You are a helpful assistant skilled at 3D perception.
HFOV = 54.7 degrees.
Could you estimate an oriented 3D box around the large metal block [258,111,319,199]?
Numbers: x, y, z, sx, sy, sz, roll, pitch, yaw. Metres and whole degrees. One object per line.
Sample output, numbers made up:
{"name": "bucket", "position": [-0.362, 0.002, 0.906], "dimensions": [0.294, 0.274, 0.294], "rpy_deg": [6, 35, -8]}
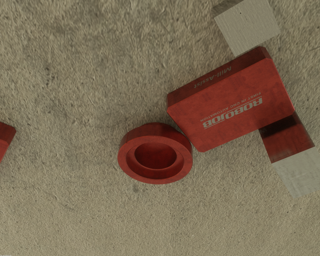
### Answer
{"name": "large metal block", "position": [0.171, 0.030, 0.399], "dimensions": [0.050, 0.080, 0.080], "rpy_deg": [-27, 125, 21]}

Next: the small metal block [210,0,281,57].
{"name": "small metal block", "position": [0.087, -0.109, 0.315], "dimensions": [0.050, 0.025, 0.050], "rpy_deg": [-26, 126, 20]}

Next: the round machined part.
{"name": "round machined part", "position": [-0.005, 0.030, 0.418], "dimensions": [0.099, 0.042, 0.097], "rpy_deg": [2, 134, 3]}

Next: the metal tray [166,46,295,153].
{"name": "metal tray", "position": [0.085, -0.029, 0.380], "dimensions": [0.130, 0.030, 0.090], "rpy_deg": [-26, 126, 20]}

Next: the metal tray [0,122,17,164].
{"name": "metal tray", "position": [-0.267, 0.033, 0.427], "dimensions": [0.090, 0.030, 0.129], "rpy_deg": [27, 125, -22]}
